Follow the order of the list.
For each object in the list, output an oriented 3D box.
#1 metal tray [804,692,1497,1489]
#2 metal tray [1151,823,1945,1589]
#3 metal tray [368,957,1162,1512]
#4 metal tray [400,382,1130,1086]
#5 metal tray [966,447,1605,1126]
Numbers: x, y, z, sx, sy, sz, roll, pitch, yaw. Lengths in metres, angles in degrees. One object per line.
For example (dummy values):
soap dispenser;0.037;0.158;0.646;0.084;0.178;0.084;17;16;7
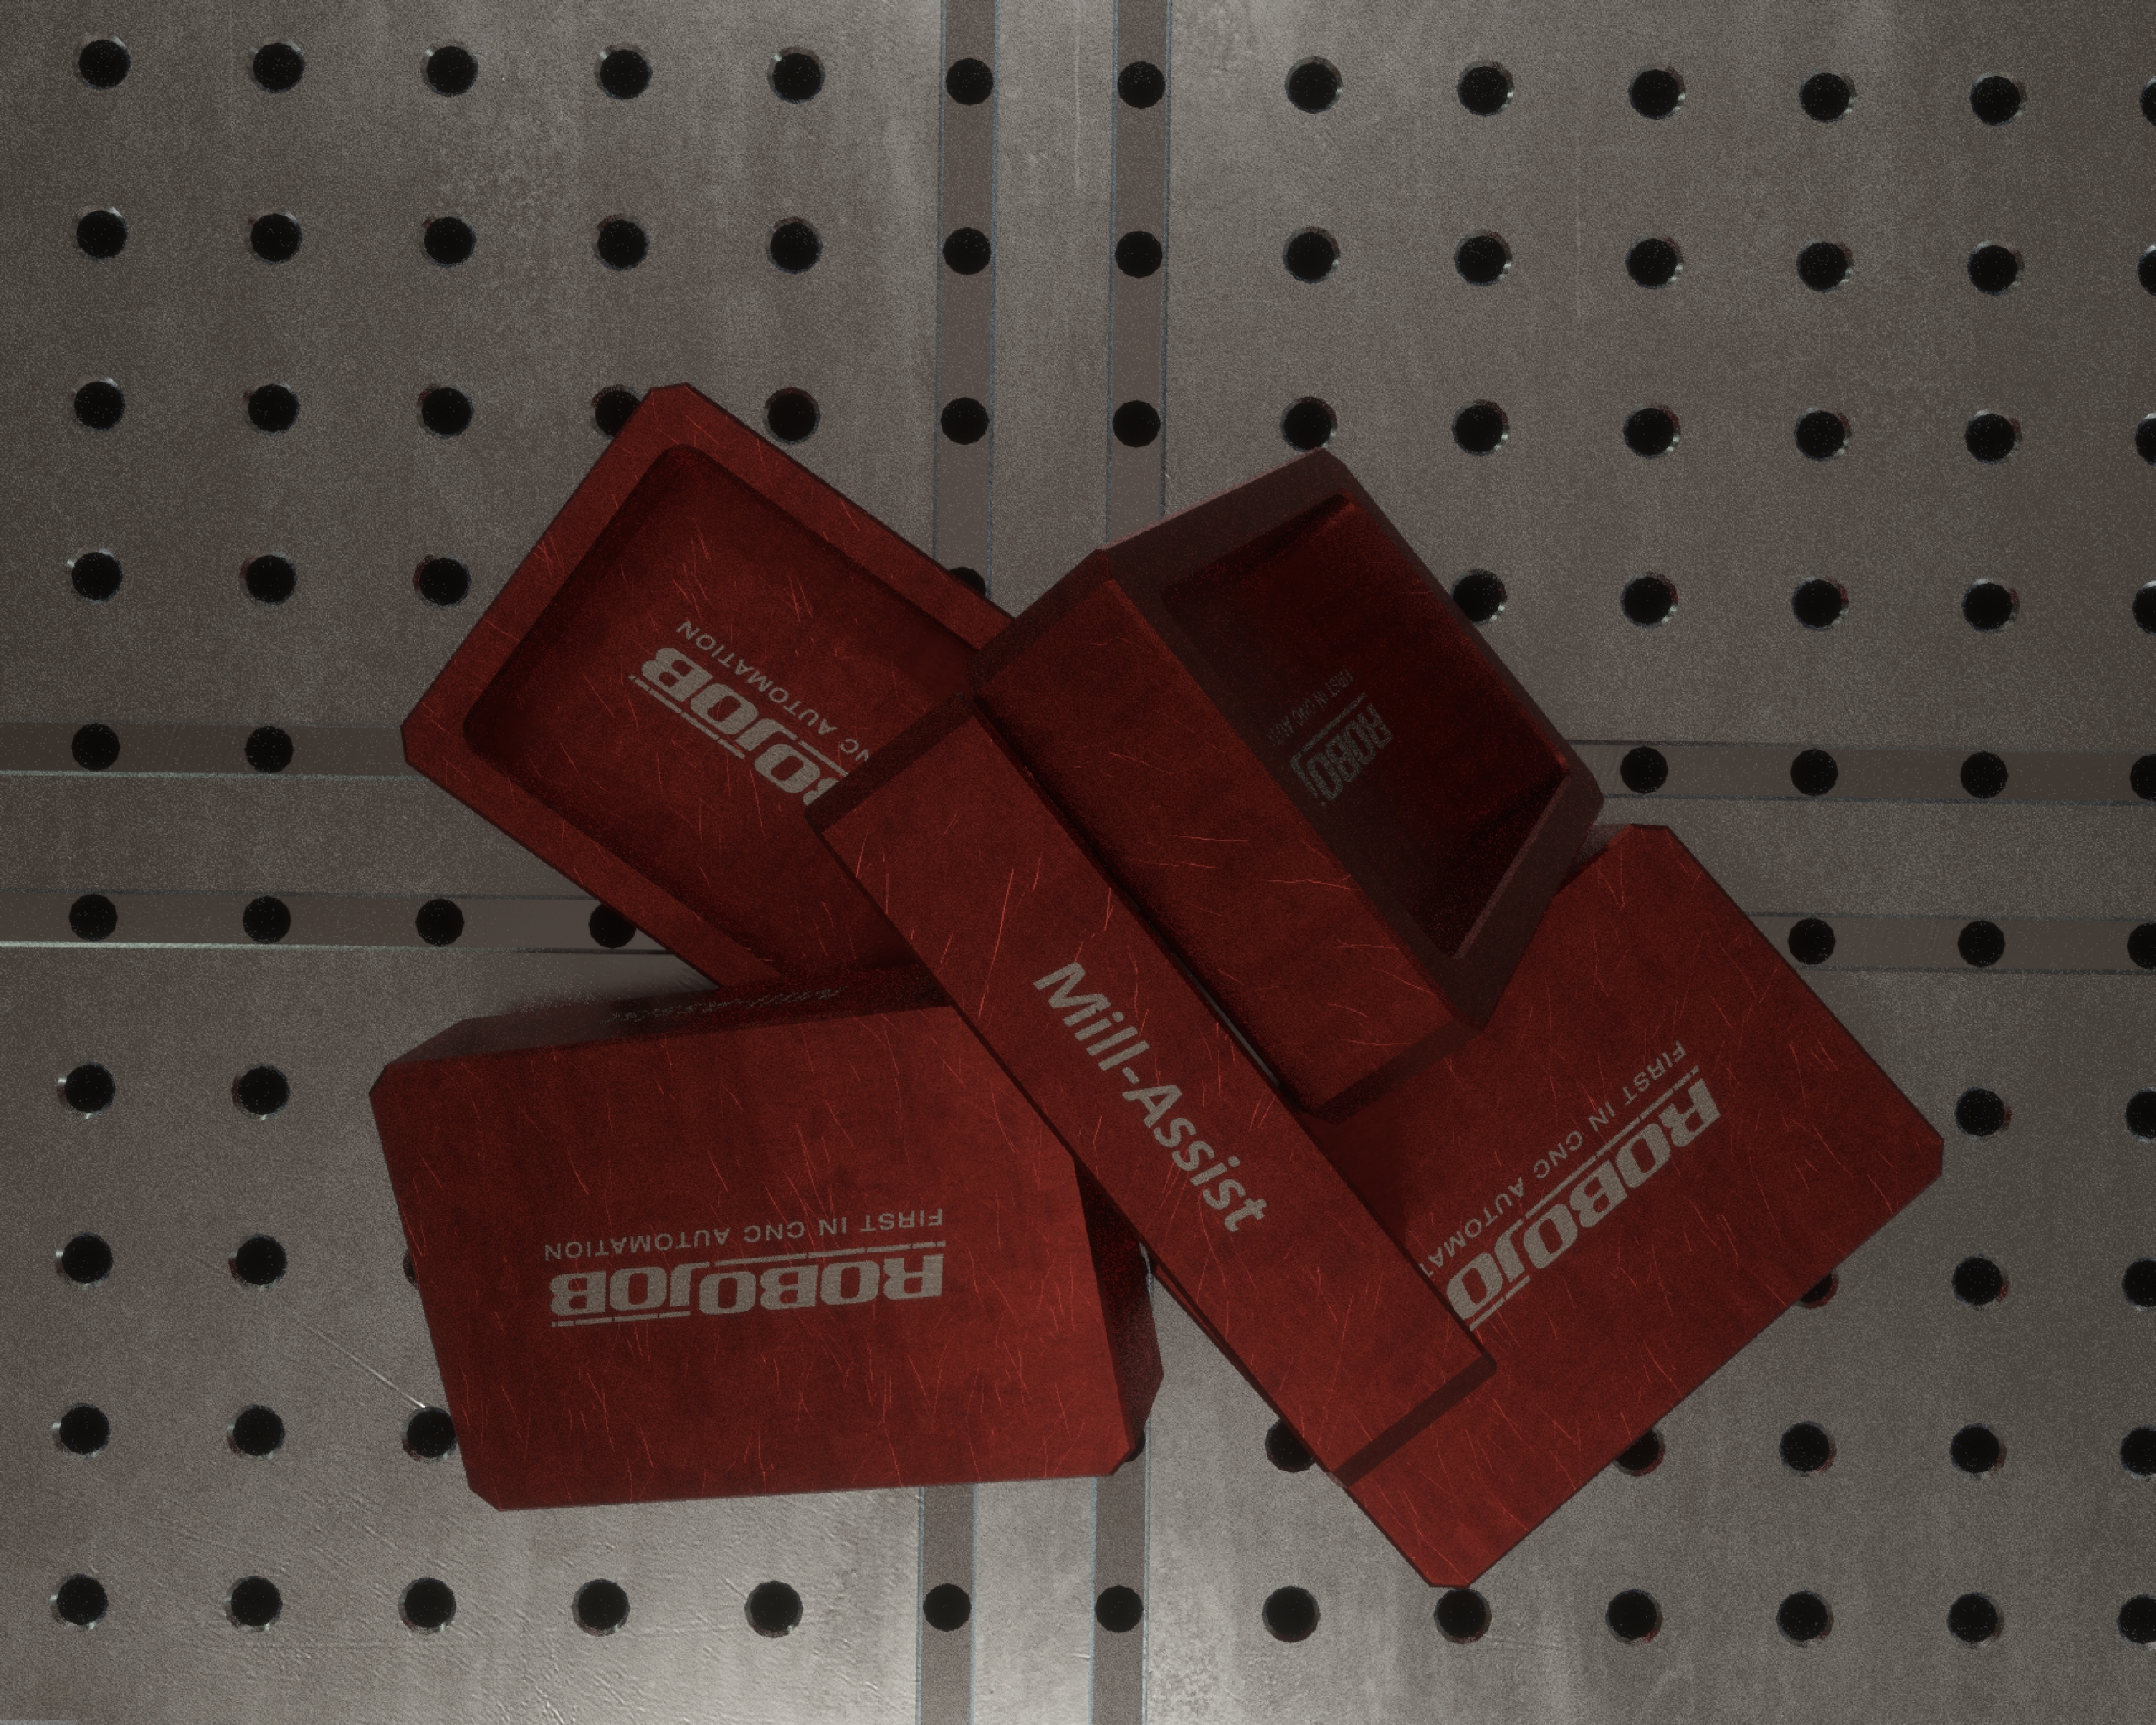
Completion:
metal tray;0.011;0.034;0.350;0.030;0.090;0.130;-38;91;0
metal tray;0.090;0.065;0.411;0.130;0.030;0.090;-41;91;-1
metal tray;-0.057;0.069;0.386;0.130;0.030;0.089;-8;101;14
metal tray;-0.052;-0.020;0.410;0.130;0.030;0.090;36;90;-1
metal tray;0.043;-0.021;0.362;0.030;0.131;0.090;-38;90;28
